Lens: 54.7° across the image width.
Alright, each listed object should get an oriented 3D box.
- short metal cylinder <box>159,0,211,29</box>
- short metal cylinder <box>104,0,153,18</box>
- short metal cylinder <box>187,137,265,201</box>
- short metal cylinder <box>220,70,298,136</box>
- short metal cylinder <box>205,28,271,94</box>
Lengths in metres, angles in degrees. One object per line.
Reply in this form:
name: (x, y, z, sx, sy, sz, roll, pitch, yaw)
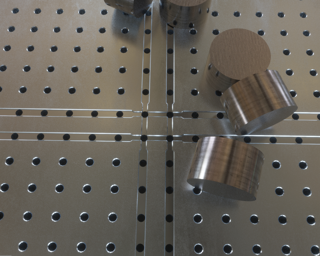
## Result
short metal cylinder: (0.039, -0.200, 0.472, 0.081, 0.050, 0.080, 0, 70, 0)
short metal cylinder: (-0.042, -0.212, 0.460, 0.050, 0.080, 0.080, 26, 72, 9)
short metal cylinder: (0.077, 0.049, 0.365, 0.080, 0.080, 0.050, 16, 71, 6)
short metal cylinder: (0.124, -0.030, 0.394, 0.080, 0.080, 0.050, -18, 71, -7)
short metal cylinder: (0.106, -0.090, 0.432, 0.081, 0.050, 0.080, 0, 70, 0)
